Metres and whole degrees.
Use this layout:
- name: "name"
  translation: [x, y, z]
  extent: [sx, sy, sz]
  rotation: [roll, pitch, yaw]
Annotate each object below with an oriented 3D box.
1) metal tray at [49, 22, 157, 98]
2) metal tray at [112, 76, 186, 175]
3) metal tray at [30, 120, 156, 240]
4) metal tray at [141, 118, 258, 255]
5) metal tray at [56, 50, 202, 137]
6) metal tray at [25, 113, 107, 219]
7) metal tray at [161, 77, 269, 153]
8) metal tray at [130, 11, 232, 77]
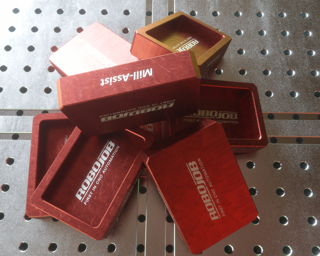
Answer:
- name: "metal tray"
  translation: [-0.078, -0.084, 0.421]
  extent: [0.090, 0.030, 0.130]
  rotation: [-43, 60, -14]
- name: "metal tray"
  translation: [-0.018, -0.005, 0.411]
  extent: [0.091, 0.030, 0.130]
  rotation: [-4, 68, -3]
- name: "metal tray"
  translation: [-0.072, 0.049, 0.358]
  extent: [0.090, 0.030, 0.130]
  rotation: [25, 72, 9]
- name: "metal tray"
  translation: [0.047, 0.065, 0.350]
  extent: [0.090, 0.030, 0.130]
  rotation: [-28, 106, -9]
- name: "metal tray"
  translation: [-0.026, -0.031, 0.320]
  extent: [0.131, 0.090, 0.030]
  rotation: [-13, 71, 0]
- name: "metal tray"
  translation: [-0.114, 0.045, 0.393]
  extent: [0.091, 0.030, 0.130]
  rotation: [-4, 69, -2]
- name: "metal tray"
  translation: [0.067, -0.015, 0.396]
  extent: [0.131, 0.030, 0.090]
  rotation: [2, 69, -18]
- name: "metal tray"
  translation: [0.033, -0.111, 0.414]
  extent: [0.090, 0.030, 0.131]
  rotation: [32, 40, 11]
